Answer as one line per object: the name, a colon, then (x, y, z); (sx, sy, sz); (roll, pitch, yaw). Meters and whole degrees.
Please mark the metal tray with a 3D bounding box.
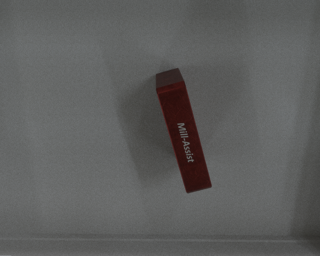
metal tray: (0.027, 0.000, 0.374); (0.030, 0.090, 0.129); (-15, 110, 5)
